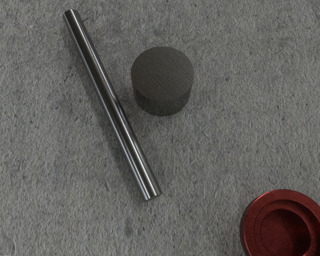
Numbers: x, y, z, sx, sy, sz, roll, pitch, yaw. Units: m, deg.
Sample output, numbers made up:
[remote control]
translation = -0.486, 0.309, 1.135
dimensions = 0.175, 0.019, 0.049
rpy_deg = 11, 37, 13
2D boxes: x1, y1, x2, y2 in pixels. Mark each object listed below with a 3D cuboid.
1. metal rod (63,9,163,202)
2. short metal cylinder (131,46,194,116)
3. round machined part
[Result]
[metal rod]
translation = -0.071, -0.043, 0.422
dimensions = 0.025, 0.025, 0.299
rpy_deg = -24, 72, -9
[short metal cylinder]
translation = 0.003, -0.062, 0.418
dimensions = 0.081, 0.050, 0.080
rpy_deg = 0, 70, 0
[round machined part]
translation = 0.140, 0.122, 0.356
dimensions = 0.099, 0.042, 0.098
rpy_deg = 0, 70, -1
